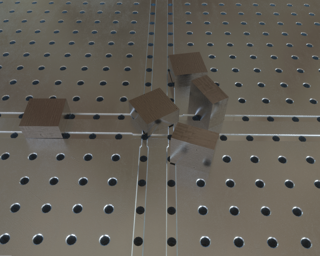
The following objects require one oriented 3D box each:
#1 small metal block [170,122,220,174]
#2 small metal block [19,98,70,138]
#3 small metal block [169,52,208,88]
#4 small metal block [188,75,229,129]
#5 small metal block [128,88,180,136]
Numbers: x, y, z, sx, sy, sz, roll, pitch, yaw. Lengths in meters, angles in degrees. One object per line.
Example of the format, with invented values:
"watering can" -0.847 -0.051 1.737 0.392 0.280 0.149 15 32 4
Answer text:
"small metal block" 0.040 0.024 0.371 0.050 0.050 0.025 15 52 12
"small metal block" -0.154 -0.013 0.418 0.050 0.025 0.050 0 50 0
"small metal block" 0.043 -0.091 0.485 0.050 0.025 0.050 -7 50 -6
"small metal block" 0.064 -0.035 0.422 0.025 0.050 0.050 -23 54 -18
"small metal block" -0.009 -0.023 0.427 0.050 0.025 0.050 -26 55 -20
